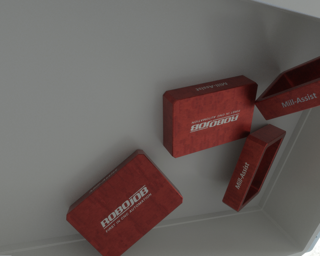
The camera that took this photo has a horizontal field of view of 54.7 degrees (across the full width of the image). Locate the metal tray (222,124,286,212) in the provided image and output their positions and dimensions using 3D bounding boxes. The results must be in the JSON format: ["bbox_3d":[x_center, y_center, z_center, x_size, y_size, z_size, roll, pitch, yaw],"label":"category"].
[{"bbox_3d":[0.154,0.064,0.506,0.091,0.030,0.129,-18,130,-48],"label":"metal tray"}]

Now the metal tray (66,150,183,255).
[{"bbox_3d":[-0.046,0.103,0.418,0.130,0.030,0.090,-40,101,-1],"label":"metal tray"}]

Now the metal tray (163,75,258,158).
[{"bbox_3d":[0.070,-0.017,0.433,0.131,0.030,0.089,-14,124,-21],"label":"metal tray"}]

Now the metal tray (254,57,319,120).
[{"bbox_3d":[0.196,-0.060,0.397,0.090,0.130,0.030,-42,100,-30],"label":"metal tray"}]
